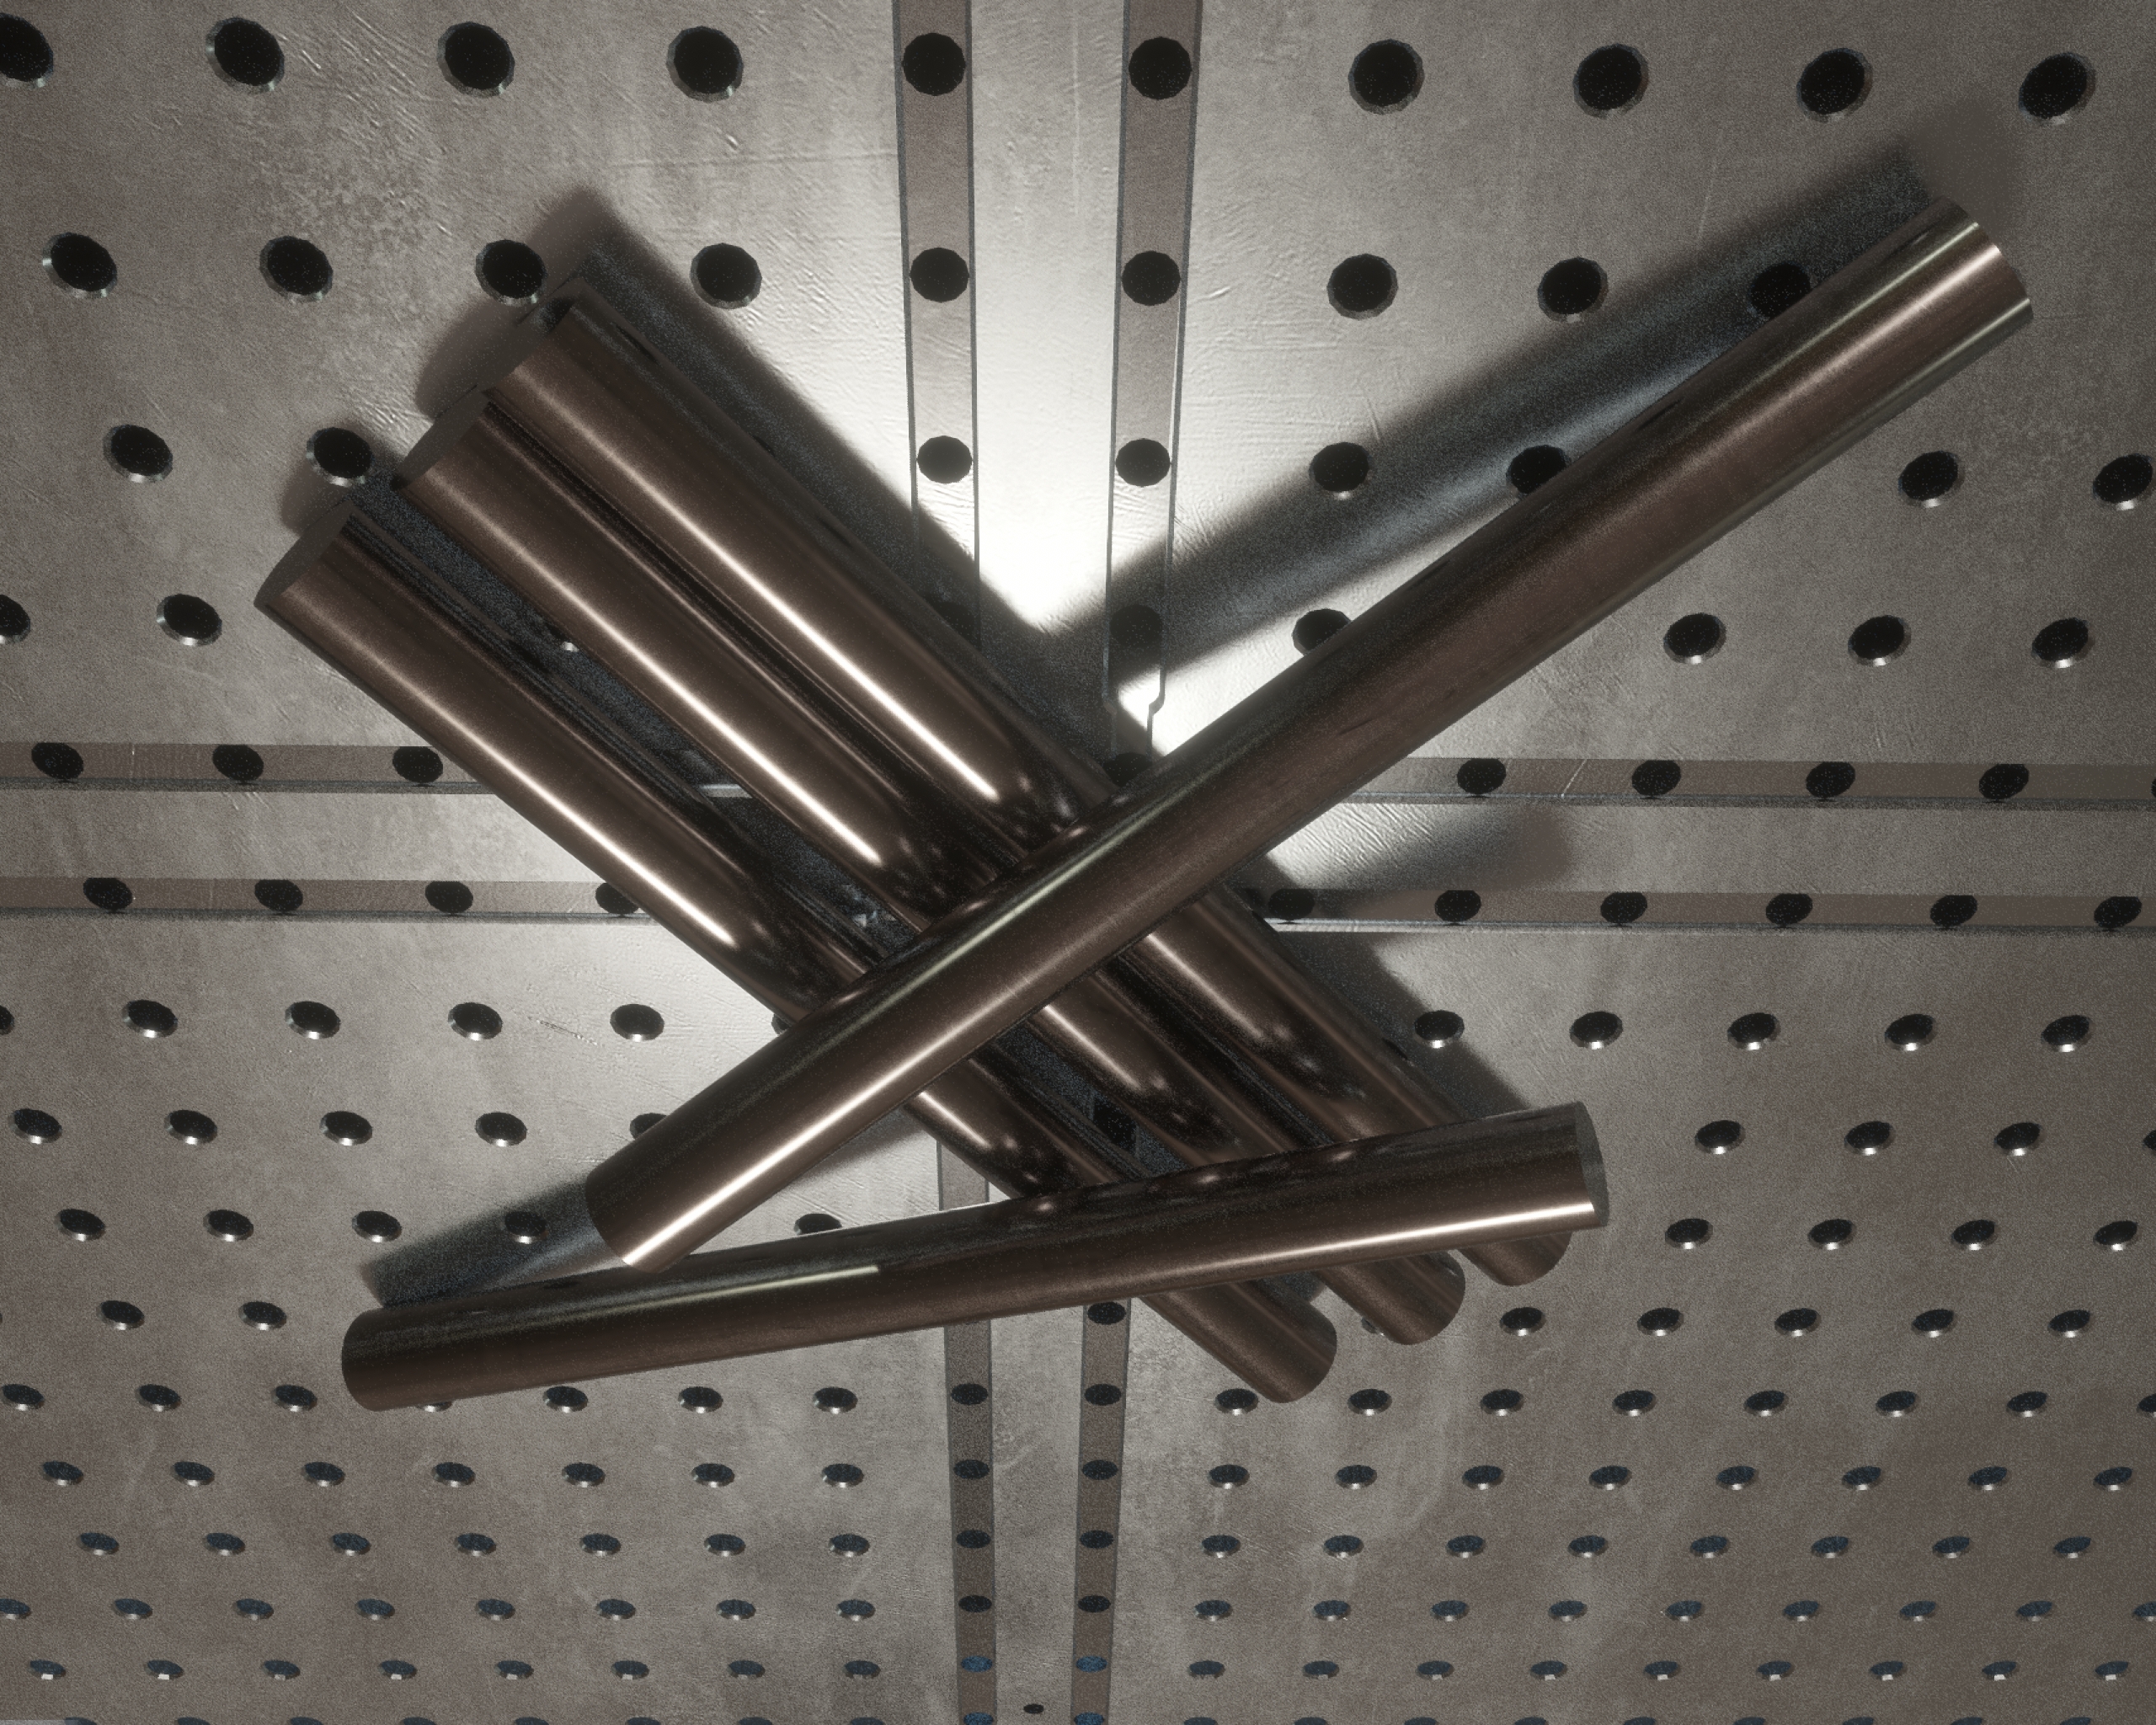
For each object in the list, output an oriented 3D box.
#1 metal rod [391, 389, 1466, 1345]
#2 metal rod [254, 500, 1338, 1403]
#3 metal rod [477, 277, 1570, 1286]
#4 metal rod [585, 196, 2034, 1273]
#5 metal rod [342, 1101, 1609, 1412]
[{"bbox_3d":[-0.012,0.017,0.425,0.025,0.025,0.300,-32,124,24],"label":"metal rod"},{"bbox_3d":[-0.041,0.034,0.440,0.025,0.025,0.300,-32,124,24],"label":"metal rod"},{"bbox_3d":[0.008,0.001,0.413,0.025,0.025,0.300,-33,123,24],"label":"metal rod"},{"bbox_3d":[0.028,-0.012,0.375,0.300,0.025,0.025,-36,122,16],"label":"metal rod"},{"bbox_3d":[-0.036,0.091,0.461,0.301,0.025,0.025,-13,130,21],"label":"metal rod"}]
